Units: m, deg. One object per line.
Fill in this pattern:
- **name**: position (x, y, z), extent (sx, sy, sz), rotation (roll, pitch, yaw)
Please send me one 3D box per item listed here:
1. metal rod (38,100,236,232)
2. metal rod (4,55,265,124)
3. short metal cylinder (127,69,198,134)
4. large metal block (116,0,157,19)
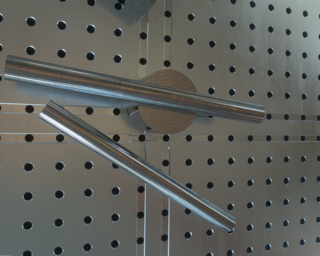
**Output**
- **metal rod**: position (-0.017, 0.059, 0.407), extent (0.301, 0.025, 0.025), rotation (35, 79, -17)
- **metal rod**: position (-0.010, -0.038, 0.356), extent (0.302, 0.025, 0.025), rotation (8, 87, -20)
- **short metal cylinder**: position (0.003, -0.032, 0.401), extent (0.081, 0.050, 0.079), rotation (0, 90, -21)
- **large metal block**: position (-0.030, -0.202, 0.389), extent (0.080, 0.050, 0.080), rotation (32, 80, -18)
